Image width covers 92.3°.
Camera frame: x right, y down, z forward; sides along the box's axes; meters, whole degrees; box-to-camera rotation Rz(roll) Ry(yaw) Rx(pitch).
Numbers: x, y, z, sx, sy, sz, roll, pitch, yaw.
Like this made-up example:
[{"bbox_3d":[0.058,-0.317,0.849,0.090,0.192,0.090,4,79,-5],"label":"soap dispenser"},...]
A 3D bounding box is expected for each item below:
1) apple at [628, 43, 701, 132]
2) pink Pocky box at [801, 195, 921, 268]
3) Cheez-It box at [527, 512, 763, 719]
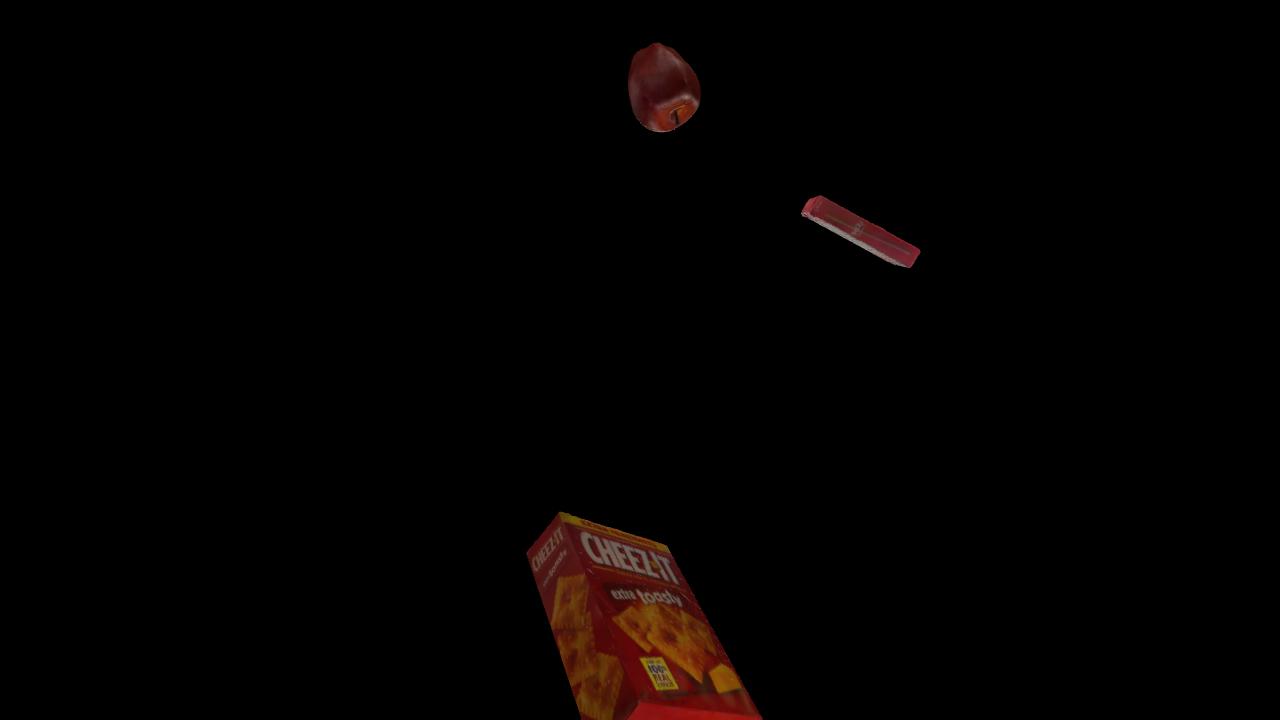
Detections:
[{"bbox_3d":[0.024,-0.295,0.671,0.079,0.093,0.079,-21,-13,-5],"label":"apple"},{"bbox_3d":[0.298,-0.176,0.841,0.155,0.029,0.084,29,14,1],"label":"pink Pocky box"},{"bbox_3d":[-0.003,0.262,0.600,0.166,0.071,0.223,30,13,-35],"label":"Cheez-It box"}]
